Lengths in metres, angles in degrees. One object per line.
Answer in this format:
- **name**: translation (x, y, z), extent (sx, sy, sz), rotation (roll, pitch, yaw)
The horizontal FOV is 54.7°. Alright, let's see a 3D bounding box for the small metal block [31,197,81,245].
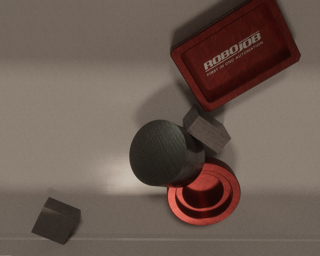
- **small metal block**: translation (-0.154, 0.138, 0.460), extent (0.050, 0.025, 0.050), rotation (26, 108, -10)

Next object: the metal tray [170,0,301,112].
- **metal tray**: translation (0.089, -0.090, 0.376), extent (0.130, 0.030, 0.090), rotation (-30, 108, 10)

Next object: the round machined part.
- **round machined part**: translation (0.059, 0.083, 0.434), extent (0.099, 0.042, 0.097), rotation (0, 110, -1)

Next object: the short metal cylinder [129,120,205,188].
- **short metal cylinder**: translation (0.009, 0.034, 0.388), extent (0.080, 0.080, 0.050), rotation (-46, 148, 14)

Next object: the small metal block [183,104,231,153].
- **small metal block**: translation (0.059, 0.000, 0.399), extent (0.050, 0.050, 0.025), rotation (34, 106, -12)
